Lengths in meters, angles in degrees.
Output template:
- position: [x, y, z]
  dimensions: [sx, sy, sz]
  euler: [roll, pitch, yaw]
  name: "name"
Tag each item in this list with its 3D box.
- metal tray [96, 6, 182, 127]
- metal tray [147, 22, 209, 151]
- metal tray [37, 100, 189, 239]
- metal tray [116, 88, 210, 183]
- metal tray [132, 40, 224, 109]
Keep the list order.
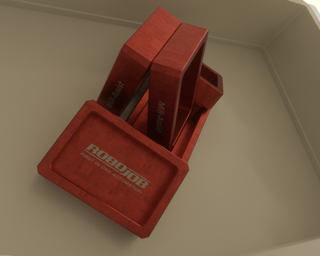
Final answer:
- position: [-0.031, -0.065, 0.359]
  dimensions: [0.030, 0.129, 0.090]
  euler: [34, 51, -5]
  name: "metal tray"
- position: [0.018, -0.041, 0.357]
  dimensions: [0.030, 0.129, 0.090]
  euler: [20, 50, 12]
  name: "metal tray"
- position: [-0.046, 0.043, 0.328]
  dimensions: [0.130, 0.030, 0.090]
  euler: [35, 75, -6]
  name: "metal tray"
- position: [0.005, -0.003, 0.406]
  dimensions: [0.090, 0.030, 0.130]
  euler: [34, 51, -6]
  name: "metal tray"
- position: [0.030, -0.088, 0.450]
  dimensions: [0.130, 0.030, 0.090]
  euler: [34, 26, -6]
  name: "metal tray"
